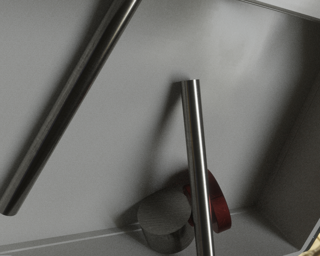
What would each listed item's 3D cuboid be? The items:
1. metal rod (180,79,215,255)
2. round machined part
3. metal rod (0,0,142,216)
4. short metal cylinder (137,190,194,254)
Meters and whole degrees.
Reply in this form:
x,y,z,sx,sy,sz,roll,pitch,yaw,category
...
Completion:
x,y,z,sx,sy,sz,roll,pitch,yaw,category
0.054,0.086,0.413,0.025,0.025,0.298,-9,97,-24,metal rod
0.066,0.113,0.471,0.042,0.098,0.097,-20,127,-7,round machined part
-0.101,-0.025,0.338,0.025,0.025,0.299,24,105,-37,metal rod
0.011,0.140,0.468,0.081,0.080,0.050,-24,128,-14,short metal cylinder
